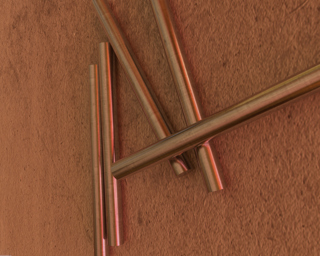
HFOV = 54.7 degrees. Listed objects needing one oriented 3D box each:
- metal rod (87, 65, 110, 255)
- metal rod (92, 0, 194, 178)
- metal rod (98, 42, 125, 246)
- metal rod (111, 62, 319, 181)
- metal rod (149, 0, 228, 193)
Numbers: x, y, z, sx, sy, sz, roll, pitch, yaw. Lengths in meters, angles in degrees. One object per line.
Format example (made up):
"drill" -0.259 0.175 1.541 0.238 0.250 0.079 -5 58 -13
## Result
"metal rod" -0.095 0.052 0.483 0.025 0.025 0.298 -4 87 40
"metal rod" -0.032 -0.070 0.431 0.025 0.025 0.299 -40 66 33
"metal rod" -0.073 0.022 0.465 0.025 0.025 0.298 -6 86 40
"metal rod" 0.064 -0.005 0.324 0.300 0.025 0.025 -27 73 28
"metal rod" 0.026 -0.070 0.383 0.025 0.025 0.299 -25 74 37
